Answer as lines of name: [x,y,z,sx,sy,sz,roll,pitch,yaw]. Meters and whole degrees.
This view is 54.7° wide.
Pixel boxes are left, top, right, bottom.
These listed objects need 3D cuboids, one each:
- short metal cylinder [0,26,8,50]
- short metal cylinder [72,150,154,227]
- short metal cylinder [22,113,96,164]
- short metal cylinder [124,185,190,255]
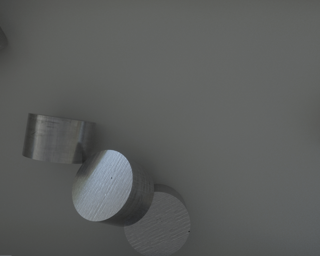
short metal cylinder: [-0.238,-0.123,0.382,0.050,0.080,0.080,-30,90,0]
short metal cylinder: [-0.054,0.071,0.363,0.080,0.050,0.080,-11,63,23]
short metal cylinder: [-0.123,0.012,0.383,0.080,0.080,0.050,9,90,0]
short metal cylinder: [-0.003,0.117,0.399,0.081,0.050,0.080,0,90,0]
